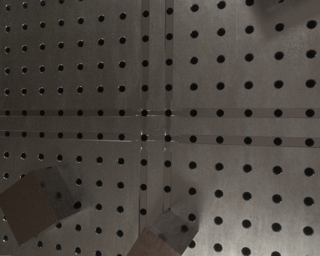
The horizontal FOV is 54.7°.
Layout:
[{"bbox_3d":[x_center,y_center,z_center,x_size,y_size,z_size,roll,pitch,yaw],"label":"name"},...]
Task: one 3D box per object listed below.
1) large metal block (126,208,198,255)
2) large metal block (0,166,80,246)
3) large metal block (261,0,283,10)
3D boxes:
[{"bbox_3d":[-0.003,0.157,0.384,0.050,0.080,0.080,34,101,16],"label":"large metal block"},{"bbox_3d":[-0.181,0.114,0.461,0.080,0.050,0.080,-34,79,16],"label":"large metal block"},{"bbox_3d":[0.140,-0.198,0.350,0.080,0.050,0.080,-25,82,18],"label":"large metal block"}]
